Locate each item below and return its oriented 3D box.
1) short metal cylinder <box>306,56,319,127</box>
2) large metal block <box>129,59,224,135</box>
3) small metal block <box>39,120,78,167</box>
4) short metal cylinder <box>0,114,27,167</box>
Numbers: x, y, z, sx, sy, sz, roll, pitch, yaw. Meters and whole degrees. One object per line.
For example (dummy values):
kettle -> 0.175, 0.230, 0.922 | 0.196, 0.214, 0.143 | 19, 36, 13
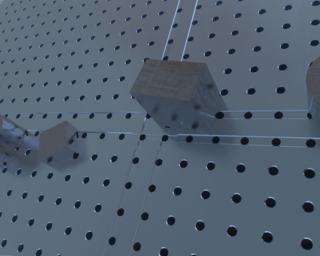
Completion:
short metal cylinder -> 0.193, -0.037, 0.314 | 0.080, 0.050, 0.080 | -13, 56, 20
large metal block -> 0.023, -0.038, 0.383 | 0.080, 0.080, 0.050 | 12, 68, 33
small metal block -> -0.155, 0.024, 0.473 | 0.050, 0.025, 0.050 | -25, 53, 12
short metal cylinder -> -0.276, 0.020, 0.522 | 0.080, 0.050, 0.080 | -13, 56, 20
